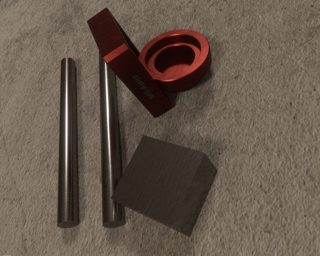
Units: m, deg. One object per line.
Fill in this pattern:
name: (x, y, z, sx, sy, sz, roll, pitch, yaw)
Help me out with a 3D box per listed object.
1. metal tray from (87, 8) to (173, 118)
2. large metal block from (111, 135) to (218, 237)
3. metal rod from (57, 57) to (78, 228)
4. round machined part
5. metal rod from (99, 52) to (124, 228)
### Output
metal tray: (-0.036, -0.080, 0.403, 0.030, 0.130, 0.090, -33, 52, 8)
large metal block: (0.006, 0.063, 0.345, 0.080, 0.050, 0.080, 15, 69, 33)
metal rod: (-0.141, 0.002, 0.474, 0.025, 0.025, 0.299, -22, 53, 14)
round machined part: (0.022, -0.087, 0.427, 0.098, 0.042, 0.098, -9, 53, 13)
metal rod: (-0.073, -0.009, 0.446, 0.025, 0.025, 0.299, -20, 54, 16)
